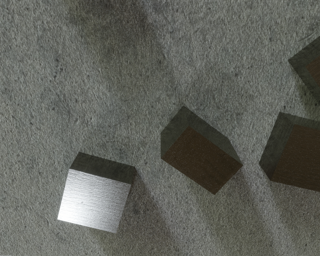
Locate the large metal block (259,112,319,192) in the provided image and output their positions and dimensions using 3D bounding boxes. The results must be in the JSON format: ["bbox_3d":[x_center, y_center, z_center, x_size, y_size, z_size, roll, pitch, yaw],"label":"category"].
[{"bbox_3d":[0.190,0.032,0.410,0.080,0.050,0.079,13,110,-5],"label":"large metal block"}]

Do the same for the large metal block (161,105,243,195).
[{"bbox_3d":[0.048,0.025,0.390,0.080,0.080,0.050,35,106,-12],"label":"large metal block"}]

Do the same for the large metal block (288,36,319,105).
[{"bbox_3d":[0.219,-0.073,0.371,0.080,0.050,0.080,-39,106,13],"label":"large metal block"}]

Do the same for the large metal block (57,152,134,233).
[{"bbox_3d":[-0.087,0.089,0.428,0.080,0.050,0.079,16,109,-6],"label":"large metal block"}]
